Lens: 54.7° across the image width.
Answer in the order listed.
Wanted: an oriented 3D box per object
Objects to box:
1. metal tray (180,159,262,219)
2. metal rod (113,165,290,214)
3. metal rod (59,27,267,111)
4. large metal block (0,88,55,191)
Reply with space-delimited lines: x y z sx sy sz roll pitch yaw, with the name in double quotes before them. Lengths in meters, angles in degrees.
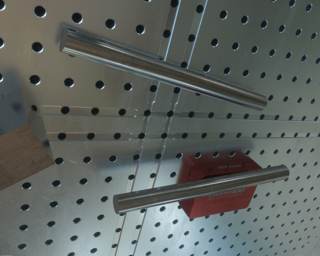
"metal tray" 0.106 0.103 0.530 0.131 0.030 0.089 -2 119 -28
"metal rod" 0.078 0.088 0.468 0.303 0.025 0.025 -5 121 -26
"metal rod" 0.029 -0.062 0.388 0.302 0.025 0.025 11 113 -33
"large metal block" -0.157 0.014 0.298 0.080 0.080 0.050 -27 128 -12
